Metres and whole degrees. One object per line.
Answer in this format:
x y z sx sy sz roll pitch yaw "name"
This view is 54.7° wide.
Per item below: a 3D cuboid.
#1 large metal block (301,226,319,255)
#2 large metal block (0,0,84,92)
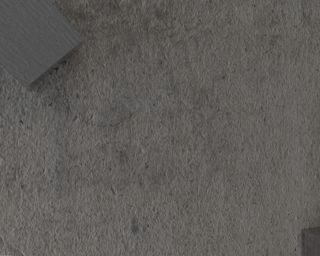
0.279 0.206 0.499 0.081 0.050 0.080 -1 90 -20 "large metal block"
-0.145 -0.098 0.342 0.080 0.050 0.080 -46 104 -14 "large metal block"
